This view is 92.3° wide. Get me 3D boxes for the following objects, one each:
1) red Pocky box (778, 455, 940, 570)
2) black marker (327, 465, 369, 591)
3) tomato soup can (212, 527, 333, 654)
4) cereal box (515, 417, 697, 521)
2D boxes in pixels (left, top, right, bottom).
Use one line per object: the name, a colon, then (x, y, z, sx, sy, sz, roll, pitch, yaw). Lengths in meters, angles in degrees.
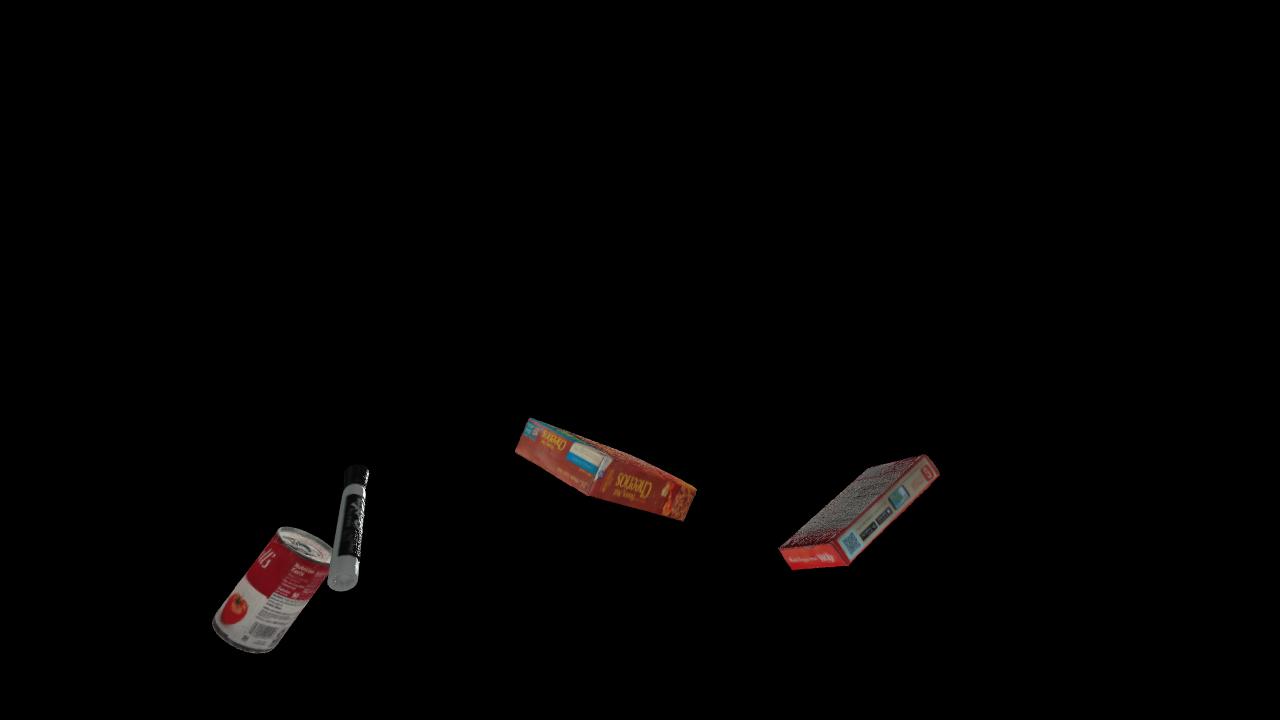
red Pocky box: (0.210, 0.146, 0.590, 0.155, 0.028, 0.083, -29, -5, -29)
black marker: (-0.217, 0.119, 0.461, 0.020, 0.020, 0.121, 0, 29, -20)
tomato soup can: (-0.364, 0.229, 0.618, 0.068, 0.101, 0.068, 32, -10, 7)
cereal box: (-0.056, 0.207, 1.147, 0.203, 0.081, 0.306, 19, -8, 41)
